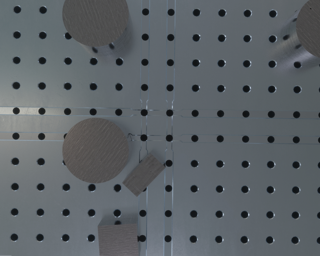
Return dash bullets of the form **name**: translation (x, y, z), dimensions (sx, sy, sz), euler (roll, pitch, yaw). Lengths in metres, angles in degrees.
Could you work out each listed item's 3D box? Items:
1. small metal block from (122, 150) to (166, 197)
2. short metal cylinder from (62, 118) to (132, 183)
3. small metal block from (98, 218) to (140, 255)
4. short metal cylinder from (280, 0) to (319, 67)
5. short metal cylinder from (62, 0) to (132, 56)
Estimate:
- **small metal block**: translation (-0.020, 0.057, 0.401), dimensions (0.025, 0.050, 0.050), euler (44, 90, 0)
- **short metal cylinder**: translation (-0.078, 0.027, 0.400), dimensions (0.081, 0.050, 0.079), euler (0, 90, 0)
- **small metal block**: translation (-0.054, 0.150, 0.413), dimensions (0.050, 0.025, 0.050), euler (-4, 90, 0)
- **short metal cylinder**: translation (0.206, -0.124, 0.402), dimensions (0.081, 0.050, 0.079), euler (0, 90, 0)
- **short metal cylinder**: translation (-0.078, -0.138, 0.400), dimensions (0.081, 0.050, 0.079), euler (0, 90, 0)
